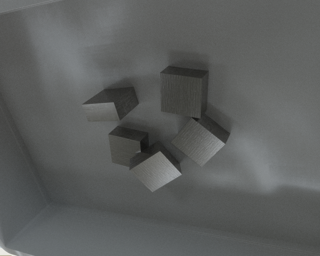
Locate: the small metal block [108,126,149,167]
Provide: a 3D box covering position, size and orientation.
[{"bbox_3d":[-0.044,0.029,0.448,0.050,0.025,0.050,12,123,21],"label":"small metal block"}]

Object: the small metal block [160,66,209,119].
[{"bbox_3d":[0.029,-0.043,0.366,0.050,0.025,0.050,11,123,21],"label":"small metal block"}]

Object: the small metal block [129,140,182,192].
[{"bbox_3d":[-0.006,0.053,0.424,0.050,0.025,0.050,-34,117,15],"label":"small metal block"}]

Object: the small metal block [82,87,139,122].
[{"bbox_3d":[-0.064,-0.031,0.405,0.050,0.050,0.025,-1,118,28],"label":"small metal block"}]

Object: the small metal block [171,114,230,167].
[{"bbox_3d":[0.050,0.013,0.389,0.050,0.025,0.050,38,129,1],"label":"small metal block"}]
